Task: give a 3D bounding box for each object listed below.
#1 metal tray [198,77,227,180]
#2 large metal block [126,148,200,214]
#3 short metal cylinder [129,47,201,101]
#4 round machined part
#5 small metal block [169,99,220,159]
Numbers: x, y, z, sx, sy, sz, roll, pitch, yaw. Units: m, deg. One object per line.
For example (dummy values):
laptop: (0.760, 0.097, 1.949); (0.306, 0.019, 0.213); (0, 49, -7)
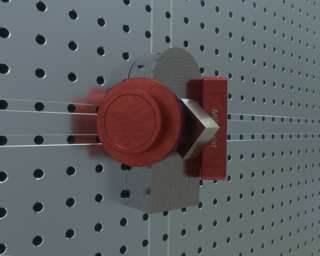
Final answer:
metal tray: (0.070, 0.001, 0.427); (0.030, 0.090, 0.129); (1, 89, 3)
large metal block: (0.005, 0.059, 0.397); (0.081, 0.050, 0.080); (3, 88, -40)
short metal cylinder: (0.008, -0.059, 0.398); (0.081, 0.050, 0.080); (0, 90, -40)
round machined part: (-0.025, -0.006, 0.335); (0.042, 0.098, 0.097); (4, 87, -73)
small metal block: (0.034, 0.001, 0.366); (0.025, 0.050, 0.050); (0, 133, -43)
